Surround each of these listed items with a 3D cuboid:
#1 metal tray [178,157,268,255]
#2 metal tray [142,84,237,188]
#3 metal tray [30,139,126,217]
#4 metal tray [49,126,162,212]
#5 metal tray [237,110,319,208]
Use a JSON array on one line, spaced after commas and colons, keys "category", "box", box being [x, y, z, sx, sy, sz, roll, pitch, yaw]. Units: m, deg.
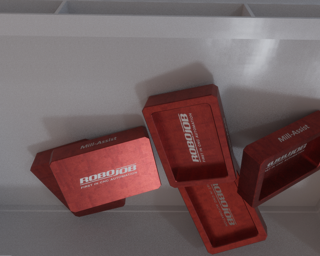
[{"category": "metal tray", "box": [0.089, 0.110, 0.455, 0.090, 0.030, 0.129, -24, 92, 19]}, {"category": "metal tray", "box": [0.041, 0.015, 0.395, 0.090, 0.030, 0.129, -10, 120, 18]}, {"category": "metal tray", "box": [-0.119, 0.081, 0.473, 0.090, 0.030, 0.130, -17, 129, 13]}, {"category": "metal tray", "box": [-0.071, 0.057, 0.425, 0.131, 0.030, 0.089, -15, 120, -5]}, {"category": "metal tray", "box": [0.164, 0.040, 0.401, 0.131, 0.030, 0.089, -23, 133, -20]}]
